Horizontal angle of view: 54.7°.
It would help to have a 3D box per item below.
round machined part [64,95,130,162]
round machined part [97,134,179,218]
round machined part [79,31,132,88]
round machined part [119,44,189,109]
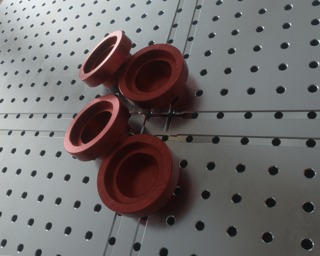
[{"bbox_3d":[-0.080,0.005,0.425,0.098,0.042,0.098,-24,41,23],"label":"round machined part"},{"bbox_3d":[-0.023,0.059,0.372,0.098,0.042,0.098,-13,56,20],"label":"round machined part"},{"bbox_3d":[-0.079,-0.102,0.486,0.098,0.042,0.098,-31,37,27],"label":"round machined part"},{"bbox_3d":[-0.006,-0.068,0.440,0.098,0.042,0.098,-12,58,20],"label":"round machined part"}]
